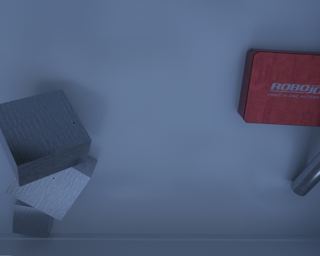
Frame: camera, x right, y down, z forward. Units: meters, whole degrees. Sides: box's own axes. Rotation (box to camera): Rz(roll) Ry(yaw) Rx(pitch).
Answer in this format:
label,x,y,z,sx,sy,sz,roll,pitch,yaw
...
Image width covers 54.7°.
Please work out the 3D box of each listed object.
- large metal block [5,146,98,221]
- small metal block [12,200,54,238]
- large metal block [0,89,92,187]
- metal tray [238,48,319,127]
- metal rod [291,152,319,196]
label,x,y,z,sx,sy,sz,roll,pitch,yaw
large metal block,-0.144,0.065,0.420,0.080,0.050,0.080,33,107,-12
small metal block,-0.186,0.130,0.457,0.050,0.025,0.050,11,110,-5
large metal block,-0.138,0.009,0.361,0.081,0.080,0.050,-21,155,-32
metal tray,0.173,-0.050,0.393,0.131,0.030,0.089,3,110,-2
metal rod,0.236,-0.015,0.347,0.025,0.025,0.298,13,133,-5
